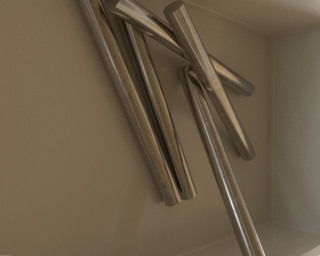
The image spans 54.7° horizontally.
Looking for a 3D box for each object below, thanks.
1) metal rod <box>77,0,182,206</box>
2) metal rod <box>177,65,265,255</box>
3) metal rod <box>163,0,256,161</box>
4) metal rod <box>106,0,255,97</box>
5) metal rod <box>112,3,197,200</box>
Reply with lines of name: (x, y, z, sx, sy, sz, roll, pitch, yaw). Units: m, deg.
metal rod: (-0.035, -0.033, 0.379, 0.025, 0.025, 0.298, -35, 112, -35)
metal rod: (0.080, 0.053, 0.396, 0.025, 0.025, 0.299, -2, 66, -40)
metal rod: (0.084, -0.045, 0.444, 0.025, 0.025, 0.300, -59, 134, -24)
metal rod: (0.052, -0.101, 0.432, 0.302, 0.025, 0.025, 19, 78, -45)
metal rod: (-0.006, -0.040, 0.403, 0.025, 0.025, 0.298, -31, 110, -36)
